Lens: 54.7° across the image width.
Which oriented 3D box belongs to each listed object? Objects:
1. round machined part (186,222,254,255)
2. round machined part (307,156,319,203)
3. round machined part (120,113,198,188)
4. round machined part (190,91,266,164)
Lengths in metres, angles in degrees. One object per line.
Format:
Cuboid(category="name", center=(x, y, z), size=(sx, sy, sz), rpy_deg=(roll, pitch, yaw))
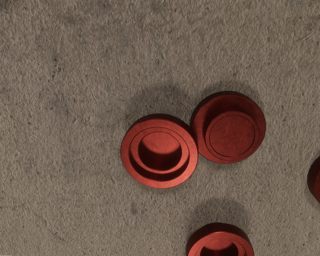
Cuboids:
Cuboid(category="round machined part", center=(0.088, 0.184, 0.470), size=(0.099, 0.042, 0.097), rpy_deg=(0, 110, -1))
Cuboid(category="round machined part", center=(0.265, 0.077, 0.433), size=(0.099, 0.042, 0.097), rpy_deg=(0, 110, -1))
Cuboid(category="round machined part", center=(0.001, 0.026, 0.406), size=(0.099, 0.042, 0.097), rpy_deg=(2, 112, 6))
Cuboid(category="round machined part", center=(0.089, 0.004, 0.404), size=(0.099, 0.042, 0.097), rpy_deg=(0, 110, -1))
